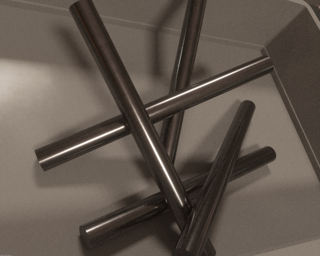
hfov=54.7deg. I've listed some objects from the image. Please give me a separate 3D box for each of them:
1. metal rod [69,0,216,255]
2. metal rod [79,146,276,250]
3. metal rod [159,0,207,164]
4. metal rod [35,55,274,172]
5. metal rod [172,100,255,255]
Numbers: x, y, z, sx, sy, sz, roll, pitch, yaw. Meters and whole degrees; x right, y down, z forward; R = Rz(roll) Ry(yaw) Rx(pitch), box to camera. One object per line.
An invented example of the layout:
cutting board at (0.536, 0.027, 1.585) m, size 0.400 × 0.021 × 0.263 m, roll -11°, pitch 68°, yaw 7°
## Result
metal rod at (-0.015, 0.009, 0.328) m, size 0.025 × 0.025 × 0.299 m, roll -31°, pitch 98°, yaw -38°
metal rod at (0.047, 0.073, 0.387) m, size 0.303 × 0.025 × 0.025 m, roll -16°, pitch 70°, yaw -35°
metal rod at (0.035, -0.097, 0.404) m, size 0.025 × 0.025 × 0.299 m, roll 15°, pitch 81°, yaw -21°
metal rod at (0.008, -0.025, 0.363) m, size 0.302 × 0.025 × 0.025 m, roll -24°, pitch 74°, yaw -16°
metal rod at (0.083, 0.041, 0.392) m, size 0.025 × 0.025 × 0.301 m, roll 40°, pitch 40°, yaw -1°
